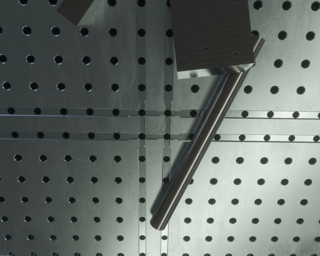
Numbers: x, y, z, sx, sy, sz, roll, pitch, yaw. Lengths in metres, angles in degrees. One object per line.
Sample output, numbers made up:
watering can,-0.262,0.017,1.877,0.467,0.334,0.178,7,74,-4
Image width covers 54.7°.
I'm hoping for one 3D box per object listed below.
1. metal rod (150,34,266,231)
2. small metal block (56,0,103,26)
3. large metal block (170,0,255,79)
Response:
metal rod,0.056,0.017,0.420,0.025,0.025,0.298,22,108,-8
small metal block,-0.084,-0.143,0.346,0.025,0.050,0.050,37,106,-13
large metal block,0.056,-0.103,0.348,0.080,0.050,0.080,-6,89,4
